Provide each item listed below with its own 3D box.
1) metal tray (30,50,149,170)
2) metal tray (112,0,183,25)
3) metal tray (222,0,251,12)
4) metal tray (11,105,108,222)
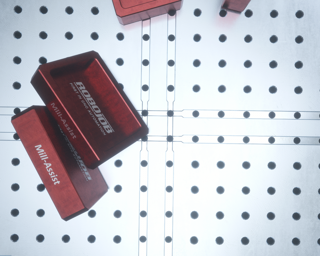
[{"bbox_3d":[-0.082,-0.026,0.382,0.030,0.091,0.130,-33,90,44],"label":"metal tray"},{"bbox_3d":[-0.029,-0.214,0.410,0.090,0.030,0.129,-16,90,0],"label":"metal tray"},{"bbox_3d":[0.114,-0.224,0.381,0.030,0.090,0.129,14,90,0],"label":"metal tray"},{"bbox_3d":[-0.117,0.037,0.378,0.030,0.090,0.130,-27,90,6],"label":"metal tray"}]
